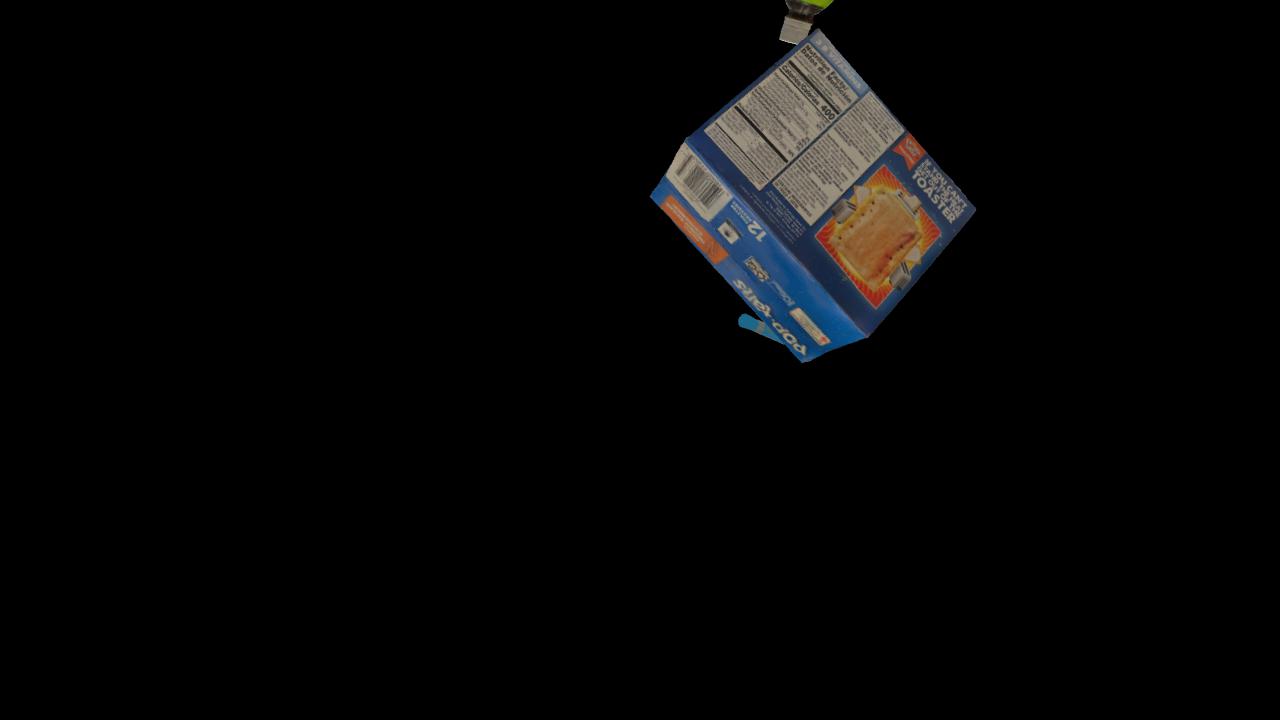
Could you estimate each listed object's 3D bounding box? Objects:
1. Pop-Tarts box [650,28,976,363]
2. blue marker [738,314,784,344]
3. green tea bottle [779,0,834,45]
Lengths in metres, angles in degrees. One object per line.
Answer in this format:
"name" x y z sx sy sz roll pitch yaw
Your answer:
"Pop-Tarts box" 0.119 -0.110 0.430 0.141 0.167 0.083 -45 4 -19
"blue marker" 0.175 -0.040 0.841 0.121 0.020 0.020 17 -11 -41
"green tea bottle" 0.200 -0.456 0.661 0.073 0.212 0.073 13 31 -8
